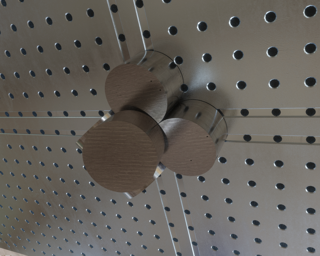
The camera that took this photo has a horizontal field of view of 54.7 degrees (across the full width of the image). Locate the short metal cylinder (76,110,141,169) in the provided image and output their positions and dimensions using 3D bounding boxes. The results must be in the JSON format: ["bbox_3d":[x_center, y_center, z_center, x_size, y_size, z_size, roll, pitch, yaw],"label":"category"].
[{"bbox_3d":[-0.065,0.012,0.415,0.050,0.080,0.080,47,129,-5],"label":"short metal cylinder"}]

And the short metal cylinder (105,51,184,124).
[{"bbox_3d":[-0.018,-0.047,0.373,0.080,0.050,0.079,13,124,20],"label":"short metal cylinder"}]

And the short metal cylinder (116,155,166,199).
[{"bbox_3d":[-0.032,0.049,0.421,0.050,0.080,0.080,47,129,-5],"label":"short metal cylinder"}]

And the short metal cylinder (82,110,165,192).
[{"bbox_3d":[-0.038,0.024,0.345,0.080,0.050,0.079,2,106,9],"label":"short metal cylinder"}]

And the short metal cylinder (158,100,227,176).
[{"bbox_3d":[0.037,0.012,0.381,0.080,0.050,0.079,13,124,20],"label":"short metal cylinder"}]
